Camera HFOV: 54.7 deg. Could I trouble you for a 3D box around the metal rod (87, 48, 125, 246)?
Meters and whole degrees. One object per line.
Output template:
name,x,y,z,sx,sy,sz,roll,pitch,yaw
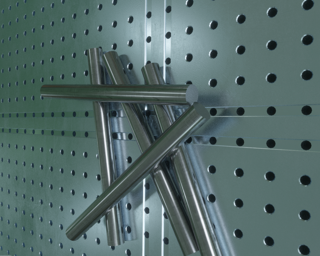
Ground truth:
metal rod,-0.084,0.025,0.475,0.025,0.025,0.298,-12,82,39

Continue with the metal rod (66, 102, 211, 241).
metal rod,-0.045,0.073,0.411,0.299,0.025,0.025,-45,63,30

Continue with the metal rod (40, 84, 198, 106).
metal rod,-0.080,-0.050,0.440,0.300,0.025,0.025,7,94,39

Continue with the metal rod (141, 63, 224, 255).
metal rod,0.031,0.056,0.382,0.025,0.025,0.299,-28,72,36

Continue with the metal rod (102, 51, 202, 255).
metal rod,-0.018,0.021,0.421,0.025,0.025,0.299,-37,68,33
